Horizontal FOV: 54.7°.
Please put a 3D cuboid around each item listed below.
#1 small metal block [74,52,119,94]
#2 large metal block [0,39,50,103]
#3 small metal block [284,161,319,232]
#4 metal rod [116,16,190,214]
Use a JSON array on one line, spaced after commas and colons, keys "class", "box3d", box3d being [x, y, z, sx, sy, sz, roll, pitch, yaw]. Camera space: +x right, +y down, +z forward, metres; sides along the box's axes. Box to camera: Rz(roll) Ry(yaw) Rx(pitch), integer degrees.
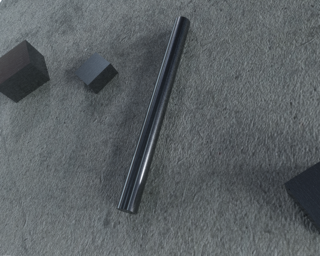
[{"class": "small metal block", "box3d": [-0.106, -0.092, 0.514, 0.050, 0.025, 0.050, -46, 51, -4]}, {"class": "large metal block", "box3d": [-0.265, -0.108, 0.590, 0.080, 0.050, 0.080, -33, 52, 6]}, {"class": "small metal block", "box3d": [0.153, 0.062, 0.286, 0.050, 0.025, 0.050, -34, 52, 5]}, {"class": "metal rod", "box3d": [-0.002, -0.034, 0.424, 0.025, 0.025, 0.300, 2, 62, 28]}]
